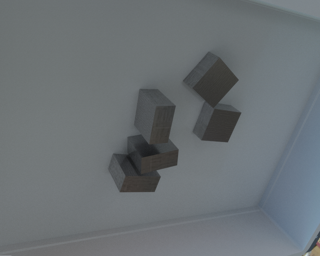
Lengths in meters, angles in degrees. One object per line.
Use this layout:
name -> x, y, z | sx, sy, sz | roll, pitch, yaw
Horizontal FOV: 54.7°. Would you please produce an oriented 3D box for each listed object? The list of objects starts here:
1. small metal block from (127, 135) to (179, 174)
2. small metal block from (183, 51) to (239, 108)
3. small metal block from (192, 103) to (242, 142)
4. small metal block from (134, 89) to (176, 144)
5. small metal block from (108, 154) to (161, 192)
small metal block -> -0.010, 0.030, 0.405 | 0.050, 0.050, 0.025 | -11, 123, -23
small metal block -> 0.067, -0.062, 0.406 | 0.050, 0.025, 0.050 | -49, 129, 6
small metal block -> 0.082, -0.008, 0.448 | 0.050, 0.025, 0.050 | 6, 116, -31
small metal block -> -0.008, -0.015, 0.379 | 0.025, 0.050, 0.050 | -3, 120, -27
small metal block -> -0.035, 0.059, 0.410 | 0.050, 0.050, 0.025 | 7, 115, -32
